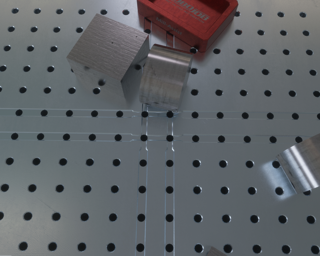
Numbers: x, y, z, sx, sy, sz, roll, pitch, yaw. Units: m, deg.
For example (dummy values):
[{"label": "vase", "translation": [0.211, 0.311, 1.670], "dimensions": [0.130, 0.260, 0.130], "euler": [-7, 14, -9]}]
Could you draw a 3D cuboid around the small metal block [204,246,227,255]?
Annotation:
[{"label": "small metal block", "translation": [0.067, 0.170, 0.350], "dimensions": [0.050, 0.025, 0.050], "euler": [30, 73, 10]}]

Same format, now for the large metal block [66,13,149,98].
[{"label": "large metal block", "translation": [-0.069, -0.101, 0.435], "dimensions": [0.080, 0.050, 0.080], "euler": [24, 72, 8]}]

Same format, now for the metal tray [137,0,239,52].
[{"label": "metal tray", "translation": [0.041, -0.187, 0.477], "dimensions": [0.130, 0.030, 0.090], "euler": [35, 74, 12]}]

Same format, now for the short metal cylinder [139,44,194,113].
[{"label": "short metal cylinder", "translation": [0.009, -0.065, 0.406], "dimensions": [0.050, 0.080, 0.080], "euler": [16, 71, 5]}]

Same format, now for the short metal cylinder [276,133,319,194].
[{"label": "short metal cylinder", "translation": [0.188, 0.039, 0.369], "dimensions": [0.080, 0.080, 0.050], "euler": [-22, 72, -8]}]
